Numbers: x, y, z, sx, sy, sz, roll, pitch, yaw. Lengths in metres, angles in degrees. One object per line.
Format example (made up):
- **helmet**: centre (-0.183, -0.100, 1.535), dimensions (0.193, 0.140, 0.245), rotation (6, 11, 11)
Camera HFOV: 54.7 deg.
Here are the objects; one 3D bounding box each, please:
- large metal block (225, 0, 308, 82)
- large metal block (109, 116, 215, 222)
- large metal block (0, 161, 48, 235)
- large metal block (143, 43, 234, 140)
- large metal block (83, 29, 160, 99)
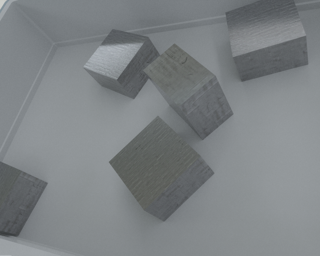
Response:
- **large metal block**: centre (0.133, -0.114, 0.390), dimensions (0.080, 0.050, 0.080), rotation (-13, 56, 21)
- **large metal block**: centre (0.001, 0.046, 0.361), dimensions (0.080, 0.050, 0.080), rotation (-44, 51, -2)
- **large metal block**: centre (-0.225, 0.097, 0.449), dimensions (0.080, 0.050, 0.080), rotation (12, 68, 33)
- **large metal block**: centre (0.035, -0.043, 0.378), dimensions (0.050, 0.080, 0.080), rotation (-41, 51, 1)
- **large metal block**: centre (-0.057, -0.101, 0.482), dimensions (0.080, 0.050, 0.080), rotation (24, 75, 36)
